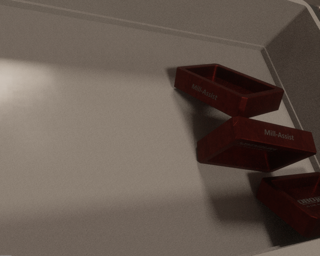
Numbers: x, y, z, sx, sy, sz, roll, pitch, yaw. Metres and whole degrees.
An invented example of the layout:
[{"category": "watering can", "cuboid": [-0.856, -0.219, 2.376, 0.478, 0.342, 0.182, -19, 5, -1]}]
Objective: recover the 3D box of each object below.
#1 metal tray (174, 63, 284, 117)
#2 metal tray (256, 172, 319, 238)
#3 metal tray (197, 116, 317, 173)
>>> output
[{"category": "metal tray", "cuboid": [0.095, -0.057, 0.443, 0.091, 0.030, 0.130, -13, 34, -36]}, {"category": "metal tray", "cuboid": [0.212, 0.100, 0.426, 0.131, 0.030, 0.090, 0, 23, -29]}, {"category": "metal tray", "cuboid": [0.128, 0.027, 0.417, 0.131, 0.090, 0.030, 10, 61, -23]}]
